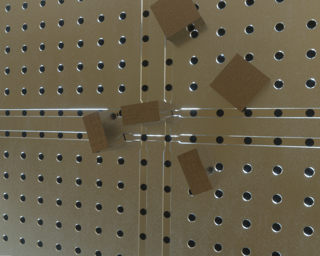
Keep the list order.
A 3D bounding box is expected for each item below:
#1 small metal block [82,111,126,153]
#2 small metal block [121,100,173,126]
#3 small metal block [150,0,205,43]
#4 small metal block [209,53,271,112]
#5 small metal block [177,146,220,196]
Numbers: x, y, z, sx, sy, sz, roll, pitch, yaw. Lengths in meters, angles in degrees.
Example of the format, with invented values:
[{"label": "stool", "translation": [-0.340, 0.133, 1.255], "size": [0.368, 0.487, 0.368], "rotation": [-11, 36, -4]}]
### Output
[{"label": "small metal block", "translation": [-0.075, 0.005, 0.425], "size": [0.025, 0.050, 0.050], "rotation": [-20, 84, 19]}, {"label": "small metal block", "translation": [-0.016, -0.018, 0.404], "size": [0.050, 0.050, 0.025], "rotation": [-7, 88, 19]}, {"label": "small metal block", "translation": [0.023, -0.148, 0.404], "size": [0.050, 0.025, 0.050], "rotation": [-29, 81, 17]}, {"label": "small metal block", "translation": [0.098, -0.054, 0.378], "size": [0.050, 0.025, 0.050], "rotation": [43, 103, 14]}, {"label": "small metal block", "translation": [0.048, 0.051, 0.382], "size": [0.025, 0.050, 0.050], "rotation": [-24, 82, 18]}]
